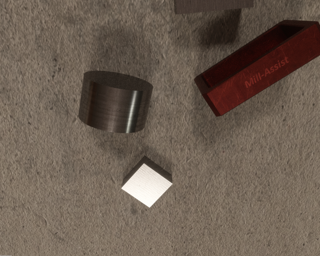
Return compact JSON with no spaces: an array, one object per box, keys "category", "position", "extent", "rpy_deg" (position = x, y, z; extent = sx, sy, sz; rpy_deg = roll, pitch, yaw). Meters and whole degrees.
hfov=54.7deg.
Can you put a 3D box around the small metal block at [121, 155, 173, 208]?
[{"category":"small metal block","position":[-0.018,0.076,0.437],"extent":[0.050,0.025,0.050],"rpy_deg":[38,105,-13]}]

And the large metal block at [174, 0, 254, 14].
[{"category":"large metal block","position":[0.054,-0.169,0.335],"extent":[0.080,0.050,0.079],"rpy_deg":[-5,110,1]}]

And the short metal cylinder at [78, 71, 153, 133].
[{"category":"short metal cylinder","position":[-0.053,-0.033,0.368],"extent":[0.081,0.080,0.050],"rpy_deg":[11,110,-5]}]

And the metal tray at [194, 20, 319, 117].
[{"category":"metal tray","position":[0.105,-0.071,0.350],"extent":[0.130,0.090,0.030],"rpy_deg":[-32,107,11]}]
